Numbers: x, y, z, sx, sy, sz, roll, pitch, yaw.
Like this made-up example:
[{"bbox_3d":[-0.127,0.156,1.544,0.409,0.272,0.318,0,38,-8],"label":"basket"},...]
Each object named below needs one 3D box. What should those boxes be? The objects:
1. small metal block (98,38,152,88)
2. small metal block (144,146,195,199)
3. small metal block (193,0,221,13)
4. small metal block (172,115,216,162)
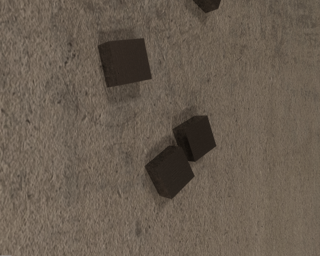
[{"bbox_3d":[-0.041,-0.078,0.372,0.050,0.025,0.050,-19,102,-39],"label":"small metal block"},{"bbox_3d":[0.014,0.059,0.419,0.050,0.025,0.050,-38,114,-34],"label":"small metal block"},{"bbox_3d":[0.070,-0.212,0.465,0.050,0.025,0.050,30,71,-36],"label":"small metal block"},{"bbox_3d":[0.051,0.014,0.450,0.050,0.025,0.050,-30,109,-36],"label":"small metal block"}]
